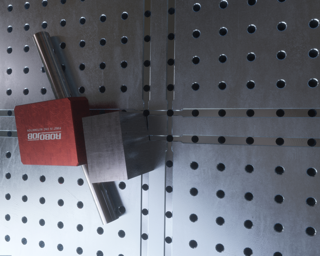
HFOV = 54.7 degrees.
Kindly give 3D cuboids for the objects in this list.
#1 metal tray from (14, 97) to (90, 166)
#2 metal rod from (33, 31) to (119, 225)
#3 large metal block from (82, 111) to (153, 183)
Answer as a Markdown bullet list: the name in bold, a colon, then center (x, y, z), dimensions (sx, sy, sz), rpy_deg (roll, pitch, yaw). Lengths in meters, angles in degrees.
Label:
- **metal tray**: center (-0.153, 0.007, 0.442), dimensions (0.130, 0.030, 0.089), rpy_deg (-4, 94, 35)
- **metal rod**: center (-0.126, -0.005, 0.457), dimensions (0.025, 0.025, 0.299), rpy_deg (-25, 82, 18)
- **large metal block**: center (-0.052, 0.023, 0.402), dimensions (0.050, 0.080, 0.080), rpy_deg (-9, 87, 20)
